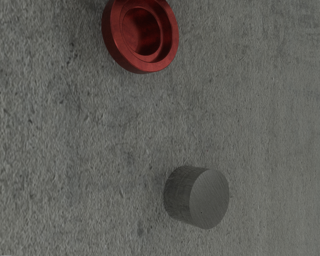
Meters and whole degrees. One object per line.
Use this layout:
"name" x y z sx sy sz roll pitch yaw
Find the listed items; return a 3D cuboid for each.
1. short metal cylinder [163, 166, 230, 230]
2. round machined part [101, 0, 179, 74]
"short metal cylinder" 0.051 0.095 0.432 0.081 0.050 0.080 0 90 -40
"round machined part" -0.027 -0.113 0.371 0.099 0.042 0.097 0 90 -40
